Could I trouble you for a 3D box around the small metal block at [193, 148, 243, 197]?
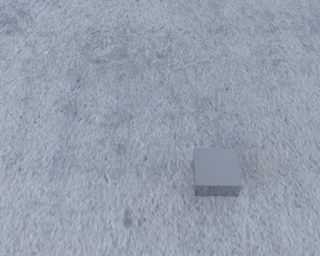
[{"bbox_3d":[0.065,0.051,0.361,0.050,0.025,0.050,1,50,0],"label":"small metal block"}]
